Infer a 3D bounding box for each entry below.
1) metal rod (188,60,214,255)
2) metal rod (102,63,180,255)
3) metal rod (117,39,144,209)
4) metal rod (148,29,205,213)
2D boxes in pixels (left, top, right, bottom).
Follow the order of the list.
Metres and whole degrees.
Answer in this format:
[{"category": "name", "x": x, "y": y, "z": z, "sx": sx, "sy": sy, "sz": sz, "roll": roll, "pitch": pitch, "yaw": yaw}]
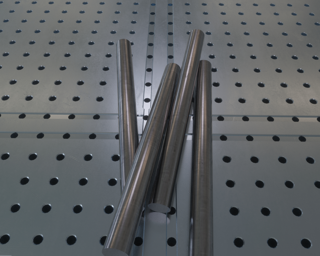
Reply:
[{"category": "metal rod", "x": 0.054, "y": 0.017, "z": 0.394, "sx": 0.025, "sy": 0.025, "sz": 0.300, "roll": 4, "pitch": 50, "yaw": 4}, {"category": "metal rod", "x": -0.009, "y": 0.010, "z": 0.377, "sx": 0.025, "sy": 0.025, "sz": 0.300, "roll": 9, "pitch": 44, "yaw": 7}, {"category": "metal rod", "x": -0.045, "y": -0.026, "z": 0.429, "sx": 0.025, "sy": 0.025, "sz": 0.300, "roll": -5, "pitch": 50, "yaw": -4}, {"category": "metal rod", "x": 0.030, "y": -0.032, "z": 0.421, "sx": 0.025, "sy": 0.025, "sz": 0.300, "roll": 9, "pitch": 55, "yaw": 8}]
